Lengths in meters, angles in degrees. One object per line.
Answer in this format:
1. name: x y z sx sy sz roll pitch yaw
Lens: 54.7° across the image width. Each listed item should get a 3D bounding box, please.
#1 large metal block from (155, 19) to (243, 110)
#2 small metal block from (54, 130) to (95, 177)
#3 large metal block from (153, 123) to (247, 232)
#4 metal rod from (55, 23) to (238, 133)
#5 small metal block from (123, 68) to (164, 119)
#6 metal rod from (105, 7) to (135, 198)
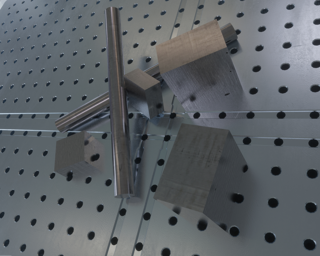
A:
1. large metal block: 0.050 -0.077 0.394 0.080 0.080 0.050 -20 54 16
2. small metal block: -0.123 0.038 0.450 0.050 0.025 0.050 -20 54 16
3. large metal block: 0.046 0.052 0.317 0.050 0.080 0.080 9 66 32
4. metal rod: -0.027 -0.070 0.465 0.300 0.025 0.025 -27 52 11
5. small metal block: -0.022 -0.048 0.430 0.025 0.050 0.050 -32 47 -24
6. metal rod: -0.060 -0.052 0.441 0.025 0.025 0.299 -16 64 19
